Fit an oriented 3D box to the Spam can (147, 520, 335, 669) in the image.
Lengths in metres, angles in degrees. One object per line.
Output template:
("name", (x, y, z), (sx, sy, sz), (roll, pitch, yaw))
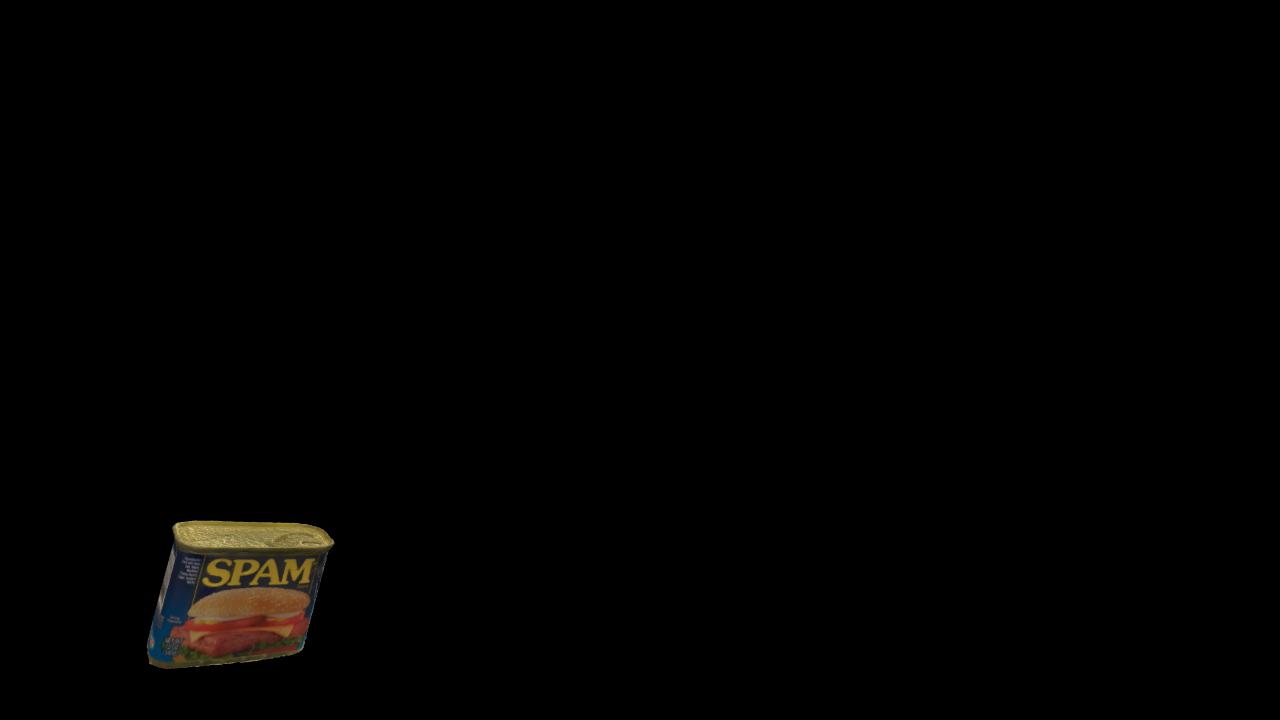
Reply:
("Spam can", (-0.291, 0.168, 0.451), (0.101, 0.085, 0.058), (16, -4, -41))
